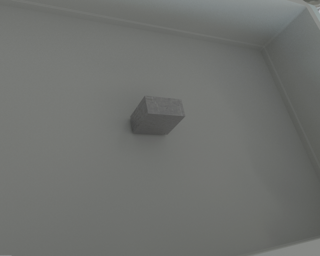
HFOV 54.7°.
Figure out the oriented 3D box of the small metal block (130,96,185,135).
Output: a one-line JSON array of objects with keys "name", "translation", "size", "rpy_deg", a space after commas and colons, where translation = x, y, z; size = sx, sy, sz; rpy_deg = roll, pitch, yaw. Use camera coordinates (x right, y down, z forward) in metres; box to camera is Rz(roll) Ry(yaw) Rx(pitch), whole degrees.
[{"name": "small metal block", "translation": [-0.004, -0.015, 0.393], "size": [0.050, 0.050, 0.025], "rpy_deg": [3, 60, -27]}]
